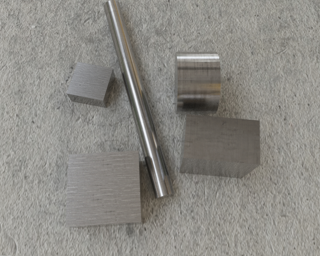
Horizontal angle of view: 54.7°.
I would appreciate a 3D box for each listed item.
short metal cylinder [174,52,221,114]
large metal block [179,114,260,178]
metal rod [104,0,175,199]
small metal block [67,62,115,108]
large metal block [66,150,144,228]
[{"bbox_3d":[0.046,-0.058,0.400,0.050,0.080,0.080,0,70,0],"label":"short metal cylinder"},{"bbox_3d":[0.067,0.025,0.370,0.080,0.080,0.050,5,70,2],"label":"large metal block"},{"bbox_3d":[-0.034,-0.052,0.426,0.025,0.025,0.299,-15,71,-5],"label":"metal rod"},{"bbox_3d":[-0.094,-0.060,0.429,0.050,0.025,0.050,11,70,4],"label":"small metal block"},{"bbox_3d":[-0.063,0.074,0.367,0.081,0.050,0.080,-3,70,-1],"label":"large metal block"}]
